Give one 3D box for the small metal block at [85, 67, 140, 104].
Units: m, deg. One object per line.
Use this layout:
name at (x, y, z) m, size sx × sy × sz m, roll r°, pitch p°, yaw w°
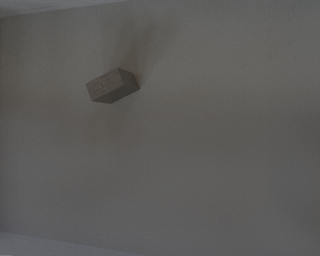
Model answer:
small metal block at (-0.063, -0.056, 0.420) m, size 0.050 × 0.050 × 0.025 m, roll -24°, pitch 82°, yaw 18°
